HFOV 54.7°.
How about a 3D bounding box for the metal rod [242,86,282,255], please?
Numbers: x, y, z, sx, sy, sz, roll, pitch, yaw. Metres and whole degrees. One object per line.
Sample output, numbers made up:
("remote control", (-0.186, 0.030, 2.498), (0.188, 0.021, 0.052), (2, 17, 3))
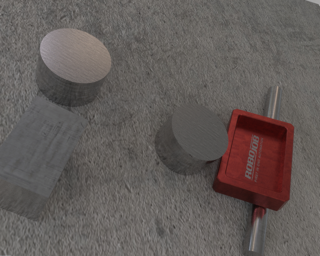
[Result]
("metal rod", (0.158, 0.043, 0.462), (0.025, 0.025, 0.300), (31, 52, -9))

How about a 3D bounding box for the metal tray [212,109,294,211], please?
("metal tray", (0.131, 0.038, 0.427), (0.090, 0.030, 0.130), (17, 52, 8))

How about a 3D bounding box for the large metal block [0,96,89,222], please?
("large metal block", (-0.115, 0.031, 0.288), (0.050, 0.080, 0.080), (27, 52, -12))

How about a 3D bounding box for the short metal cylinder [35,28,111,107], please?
("short metal cylinder", (-0.105, -0.073, 0.375), (0.081, 0.050, 0.080), (14, 56, -21))

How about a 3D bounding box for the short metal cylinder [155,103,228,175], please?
("short metal cylinder", (0.040, 0.015, 0.400), (0.081, 0.050, 0.080), (14, 56, -21))
